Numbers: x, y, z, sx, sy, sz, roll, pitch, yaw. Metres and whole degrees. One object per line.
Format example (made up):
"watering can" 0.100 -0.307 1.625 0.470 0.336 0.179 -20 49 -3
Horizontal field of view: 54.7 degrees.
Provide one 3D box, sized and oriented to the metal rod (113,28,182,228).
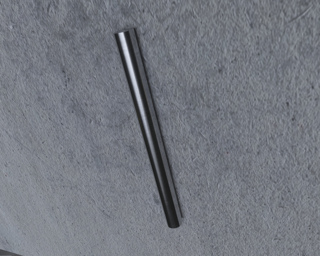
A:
"metal rod" -0.010 0.018 0.423 0.025 0.025 0.298 0 119 28
